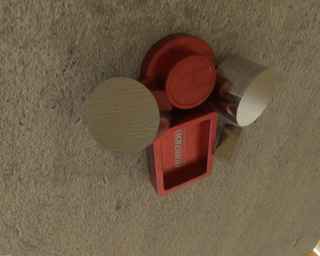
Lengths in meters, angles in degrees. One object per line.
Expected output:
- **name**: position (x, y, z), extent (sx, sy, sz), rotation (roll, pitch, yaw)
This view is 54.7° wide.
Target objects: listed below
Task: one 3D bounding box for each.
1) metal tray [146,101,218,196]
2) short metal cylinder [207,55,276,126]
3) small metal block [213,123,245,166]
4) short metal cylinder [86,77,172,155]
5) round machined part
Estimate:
- **metal tray**: position (0.029, 0.030, 0.425), extent (0.091, 0.030, 0.129), rotation (-20, 136, -17)
- **short metal cylinder**: position (0.106, -0.049, 0.406), extent (0.081, 0.050, 0.079), rotation (-29, 138, -30)
- **small metal block**: position (0.103, 0.025, 0.458), extent (0.050, 0.025, 0.050), rotation (-67, 157, -8)
- **short metal cylinder**: position (-0.032, -0.015, 0.337), extent (0.080, 0.080, 0.050), rotation (-61, 170, 15)
- **round machined part**: position (0.028, -0.062, 0.375), extent (0.099, 0.042, 0.097), rotation (-14, 124, -21)
